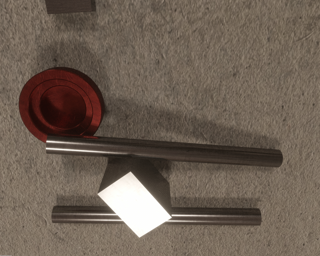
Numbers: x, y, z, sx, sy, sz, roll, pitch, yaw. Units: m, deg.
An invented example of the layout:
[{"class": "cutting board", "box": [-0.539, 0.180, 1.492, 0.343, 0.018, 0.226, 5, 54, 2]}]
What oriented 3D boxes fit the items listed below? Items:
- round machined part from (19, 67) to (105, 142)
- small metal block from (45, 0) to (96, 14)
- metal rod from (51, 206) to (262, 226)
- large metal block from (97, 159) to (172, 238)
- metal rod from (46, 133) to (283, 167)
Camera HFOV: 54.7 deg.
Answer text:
[{"class": "round machined part", "box": [-0.119, -0.028, 0.389, 0.099, 0.042, 0.097, 0, 110, -1]}, {"class": "small metal block", "box": [-0.103, -0.157, 0.350, 0.050, 0.025, 0.050, -4, 110, 1]}, {"class": "metal rod", "box": [-0.004, 0.129, 0.457, 0.302, 0.025, 0.025, 1, 110, -1]}, {"class": "large metal block", "box": [-0.030, 0.080, 0.410, 0.050, 0.080, 0.080, -35, 107, 12]}, {"class": "metal rod", "box": [0.016, 0.030, 0.395, 0.302, 0.025, 0.025, 5, 110, -13]}]
